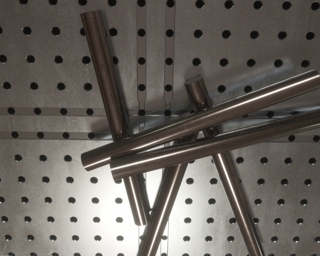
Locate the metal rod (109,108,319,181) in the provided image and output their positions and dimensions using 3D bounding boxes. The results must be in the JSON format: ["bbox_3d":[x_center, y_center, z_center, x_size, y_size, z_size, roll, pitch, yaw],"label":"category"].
[{"bbox_3d":[0.087,0.017,0.395,0.302,0.025,0.025,-14,110,-6],"label":"metal rod"}]

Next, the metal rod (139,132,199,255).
[{"bbox_3d":[0.000,0.133,0.462,0.025,0.025,0.298,15,109,-6],"label":"metal rod"}]

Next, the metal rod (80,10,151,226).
[{"bbox_3d":[-0.054,0.002,0.413,0.025,0.025,0.298,-10,110,3],"label":"metal rod"}]

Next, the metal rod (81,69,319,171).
[{"bbox_3d":[0.045,-0.007,0.383,0.301,0.025,0.025,-20,109,6],"label":"metal rod"}]

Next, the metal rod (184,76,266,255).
[{"bbox_3d":[0.098,0.069,0.440,0.025,0.025,0.299,-21,109,7],"label":"metal rod"}]
